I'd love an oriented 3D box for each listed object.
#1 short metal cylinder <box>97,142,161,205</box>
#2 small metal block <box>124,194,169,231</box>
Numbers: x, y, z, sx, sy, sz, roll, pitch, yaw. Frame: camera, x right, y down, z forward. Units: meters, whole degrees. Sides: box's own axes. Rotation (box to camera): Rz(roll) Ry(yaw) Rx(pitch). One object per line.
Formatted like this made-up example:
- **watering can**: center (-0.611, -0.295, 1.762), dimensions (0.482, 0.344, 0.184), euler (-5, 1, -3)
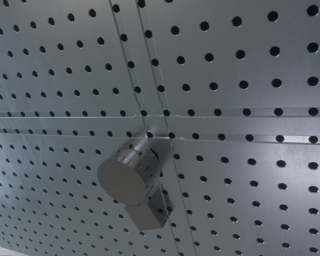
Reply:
- **short metal cylinder**: center (-0.045, 0.067, 0.460), dimensions (0.080, 0.050, 0.079), euler (13, 124, 21)
- **small metal block**: center (-0.022, 0.139, 0.509), dimensions (0.050, 0.025, 0.050), euler (-19, 108, 35)
